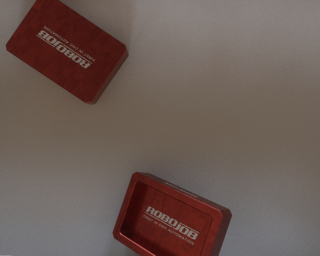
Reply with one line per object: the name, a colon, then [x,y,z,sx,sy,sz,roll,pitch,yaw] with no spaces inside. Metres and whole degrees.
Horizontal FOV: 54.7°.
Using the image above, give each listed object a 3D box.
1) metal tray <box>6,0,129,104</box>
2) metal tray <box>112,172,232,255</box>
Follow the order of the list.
metal tray: [-0.119,-0.102,0.408,0.130,0.030,0.090,34,90,0]
metal tray: [0.010,0.117,0.374,0.130,0.030,0.090,18,90,34]
